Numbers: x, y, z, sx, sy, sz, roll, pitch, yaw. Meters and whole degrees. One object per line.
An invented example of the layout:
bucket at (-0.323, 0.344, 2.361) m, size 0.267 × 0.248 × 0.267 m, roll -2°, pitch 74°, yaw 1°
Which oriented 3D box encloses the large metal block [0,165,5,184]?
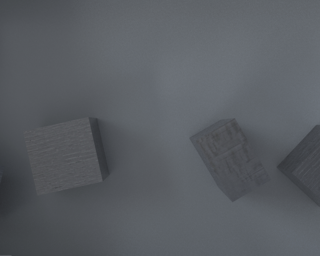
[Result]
large metal block at (-0.242, 0.081, 0.365) m, size 0.080 × 0.050 × 0.080 m, roll 20°, pitch 59°, yaw -34°

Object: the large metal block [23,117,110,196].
large metal block at (-0.117, 0.034, 0.398) m, size 0.080 × 0.050 × 0.080 m, roll -12°, pitch 90°, yaw 0°

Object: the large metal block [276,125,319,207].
large metal block at (0.217, 0.052, 0.400) m, size 0.080 × 0.050 × 0.080 m, roll 43°, pitch 90°, yaw 0°

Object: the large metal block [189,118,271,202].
large metal block at (0.082, 0.036, 0.384) m, size 0.050 × 0.080 × 0.080 m, roll -31°, pitch 90°, yaw 0°
